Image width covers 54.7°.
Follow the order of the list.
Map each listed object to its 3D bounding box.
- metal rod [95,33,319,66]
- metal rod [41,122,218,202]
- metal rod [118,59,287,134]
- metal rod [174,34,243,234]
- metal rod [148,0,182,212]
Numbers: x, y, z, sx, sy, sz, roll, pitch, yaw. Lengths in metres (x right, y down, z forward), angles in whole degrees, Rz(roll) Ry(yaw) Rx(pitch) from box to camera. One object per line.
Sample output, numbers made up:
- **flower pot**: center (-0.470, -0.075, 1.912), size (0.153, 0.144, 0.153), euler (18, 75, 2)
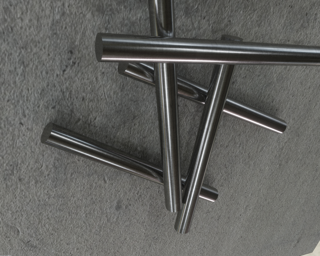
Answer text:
- **metal rod**: center (0.082, -0.081, 0.334), size (0.303, 0.025, 0.025), euler (-5, 121, -26)
- **metal rod**: center (-0.018, 0.059, 0.433), size (0.301, 0.025, 0.025), euler (27, 104, -37)
- **metal rod**: center (0.079, -0.037, 0.426), size (0.302, 0.025, 0.025), euler (16, 110, -35)
- **metal rod**: center (0.059, 0.027, 0.421), size (0.025, 0.025, 0.298), euler (-4, 120, -26)
- **metal rod**: center (0.010, -0.010, 0.372), size (0.025, 0.025, 0.298), euler (-17, 125, -18)
